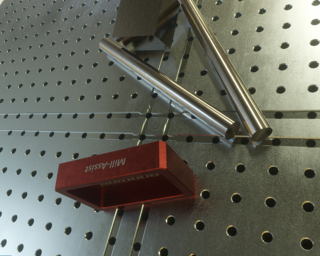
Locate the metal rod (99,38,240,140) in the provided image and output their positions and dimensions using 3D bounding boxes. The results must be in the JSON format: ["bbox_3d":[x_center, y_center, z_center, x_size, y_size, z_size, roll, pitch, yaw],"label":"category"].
[{"bbox_3d":[-0.006,-0.072,0.453,0.025,0.025,0.300,-47,52,-4],"label":"metal rod"}]

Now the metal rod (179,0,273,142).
[{"bbox_3d":[0.075,-0.107,0.433,0.025,0.025,0.299,-27,53,11],"label":"metal rod"}]

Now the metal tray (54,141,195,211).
[{"bbox_3d":[-0.037,0.059,0.348,0.130,0.090,0.030,-14,56,20],"label":"metal tray"}]

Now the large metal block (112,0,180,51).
[{"bbox_3d":[-0.022,-0.172,0.494,0.080,0.050,0.080,7,81,31],"label":"large metal block"}]
